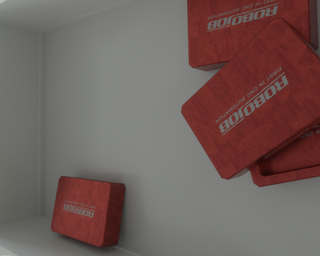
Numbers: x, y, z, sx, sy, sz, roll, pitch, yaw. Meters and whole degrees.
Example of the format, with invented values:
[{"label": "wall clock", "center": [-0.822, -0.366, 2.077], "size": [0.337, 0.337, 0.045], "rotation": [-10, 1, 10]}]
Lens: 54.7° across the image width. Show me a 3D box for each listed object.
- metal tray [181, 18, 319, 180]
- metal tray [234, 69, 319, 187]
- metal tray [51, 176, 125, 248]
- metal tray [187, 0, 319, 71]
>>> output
[{"label": "metal tray", "center": [0.090, -0.022, 0.289], "size": [0.129, 0.030, 0.090], "rotation": [-43, 64, 31]}, {"label": "metal tray", "center": [0.141, -0.002, 0.286], "size": [0.130, 0.030, 0.090], "rotation": [-21, 77, 37]}, {"label": "metal tray", "center": [-0.115, 0.126, 0.484], "size": [0.130, 0.030, 0.090], "rotation": [-2, 77, 39]}, {"label": "metal tray", "center": [0.091, -0.115, 0.327], "size": [0.130, 0.030, 0.089], "rotation": [-2, 89, 39]}]
